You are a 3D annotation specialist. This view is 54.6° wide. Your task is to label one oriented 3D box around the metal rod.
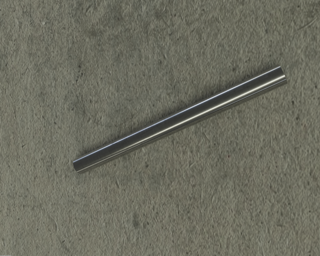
[{"bbox_3d":[0.012,-0.003,0.404,0.300,0.025,0.025,-24,82,18],"label":"metal rod"}]
